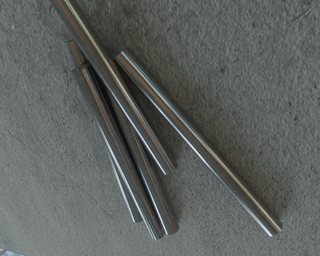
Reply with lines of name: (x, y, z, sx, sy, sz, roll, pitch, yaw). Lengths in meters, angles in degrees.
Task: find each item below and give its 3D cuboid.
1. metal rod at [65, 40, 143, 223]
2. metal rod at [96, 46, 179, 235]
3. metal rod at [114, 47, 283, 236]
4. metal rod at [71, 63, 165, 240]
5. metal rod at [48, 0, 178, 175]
metal rod: (-0.072, 0.018, 0.455, 0.025, 0.025, 0.298, -1, 118, 29)
metal rod: (-0.030, 0.032, 0.442, 0.025, 0.025, 0.299, -7, 115, 31)
metal rod: (0.052, 0.022, 0.392, 0.300, 0.025, 0.025, 48, 129, -6)
metal rod: (-0.050, 0.051, 0.447, 0.025, 0.025, 0.299, -4, 121, 30)
metal rod: (-0.058, -0.061, 0.376, 0.025, 0.025, 0.299, -15, 118, 34)
